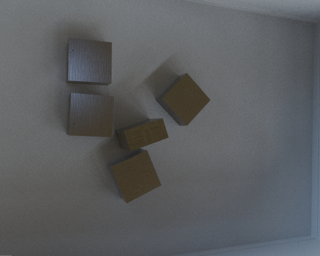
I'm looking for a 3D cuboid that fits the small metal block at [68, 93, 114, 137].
[{"bbox_3d":[-0.085,-0.015,0.380,0.050,0.025,0.050,3,89,-20],"label":"small metal block"}]

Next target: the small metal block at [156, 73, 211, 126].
[{"bbox_3d":[0.032,-0.038,0.423,0.050,0.025,0.050,47,75,-15],"label":"small metal block"}]

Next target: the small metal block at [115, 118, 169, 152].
[{"bbox_3d":[-0.024,0.008,0.389,0.050,0.050,0.025,-19,97,-19],"label":"small metal block"}]

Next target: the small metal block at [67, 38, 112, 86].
[{"bbox_3d":[-0.087,-0.080,0.379,0.050,0.025,0.050,1,90,-21],"label":"small metal block"}]

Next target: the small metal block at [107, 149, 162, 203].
[{"bbox_3d":[-0.033,0.061,0.399,0.050,0.025,0.050,-24,98,-19],"label":"small metal block"}]
